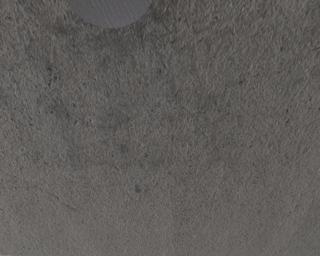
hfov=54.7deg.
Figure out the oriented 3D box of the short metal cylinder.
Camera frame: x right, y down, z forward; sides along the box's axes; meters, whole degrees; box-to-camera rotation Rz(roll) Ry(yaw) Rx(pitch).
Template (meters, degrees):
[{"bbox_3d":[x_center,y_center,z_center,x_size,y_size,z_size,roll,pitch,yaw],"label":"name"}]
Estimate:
[{"bbox_3d":[-0.044,-0.137,0.274,0.081,0.050,0.079,0,130,0],"label":"short metal cylinder"}]
